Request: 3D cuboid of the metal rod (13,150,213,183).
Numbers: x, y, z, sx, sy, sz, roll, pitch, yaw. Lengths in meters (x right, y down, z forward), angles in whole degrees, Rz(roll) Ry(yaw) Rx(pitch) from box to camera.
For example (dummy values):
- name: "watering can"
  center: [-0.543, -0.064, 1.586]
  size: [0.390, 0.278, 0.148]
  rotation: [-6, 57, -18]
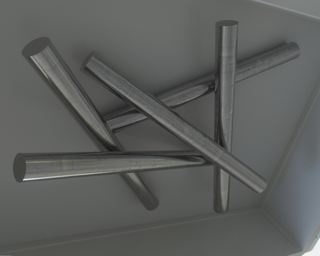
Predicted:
- name: "metal rod"
  center: [-0.017, 0.040, 0.373]
  size: [0.302, 0.025, 0.025]
  rotation: [4, 118, -48]

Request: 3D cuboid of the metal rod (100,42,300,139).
- name: "metal rod"
  center: [0.057, -0.054, 0.405]
  size: [0.302, 0.025, 0.025]
  rotation: [-23, 127, -15]

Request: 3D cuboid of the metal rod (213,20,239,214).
- name: "metal rod"
  center: [0.087, 0.007, 0.426]
  size: [0.025, 0.025, 0.298]
  rotation: [-18, 125, -18]

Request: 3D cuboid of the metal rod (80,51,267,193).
- name: "metal rod"
  center: [0.035, 0.007, 0.386]
  size: [0.301, 0.025, 0.025]
  rotation: [35, 99, -27]

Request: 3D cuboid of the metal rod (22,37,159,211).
- name: "metal rod"
  center: [-0.057, 0.024, 0.362]
  size: [0.025, 0.025, 0.299]
  rotation: [-33, 138, -7]
